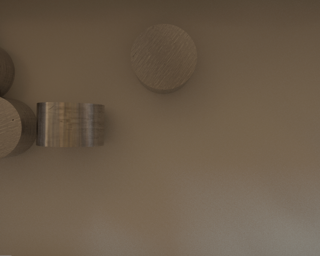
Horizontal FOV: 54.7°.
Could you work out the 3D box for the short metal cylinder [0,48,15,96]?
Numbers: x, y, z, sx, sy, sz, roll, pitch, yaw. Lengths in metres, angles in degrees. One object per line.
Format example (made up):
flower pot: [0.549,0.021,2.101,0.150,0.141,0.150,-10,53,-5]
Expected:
short metal cylinder: [-0.238,-0.076,0.397,0.081,0.050,0.080,0,90,0]

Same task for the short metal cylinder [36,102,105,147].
short metal cylinder: [-0.110,-0.004,0.383,0.081,0.080,0.050,1,90,0]

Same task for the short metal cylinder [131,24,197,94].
short metal cylinder: [0.005,-0.086,0.399,0.081,0.050,0.080,0,90,0]

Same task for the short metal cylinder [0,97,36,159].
short metal cylinder: [-0.207,0.000,0.397,0.081,0.050,0.080,0,90,0]
